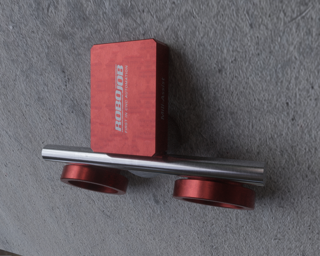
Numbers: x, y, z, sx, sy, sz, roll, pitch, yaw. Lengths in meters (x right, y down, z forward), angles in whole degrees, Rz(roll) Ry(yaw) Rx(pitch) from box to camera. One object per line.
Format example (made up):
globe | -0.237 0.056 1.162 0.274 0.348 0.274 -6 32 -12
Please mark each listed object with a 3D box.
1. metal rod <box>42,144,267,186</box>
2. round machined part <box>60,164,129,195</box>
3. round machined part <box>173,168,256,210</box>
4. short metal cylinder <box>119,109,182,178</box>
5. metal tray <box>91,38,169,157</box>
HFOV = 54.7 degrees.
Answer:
metal rod | -0.027 0.041 0.383 0.301 0.025 0.025 2 120 26
round machined part | -0.095 0.069 0.467 0.099 0.042 0.098 9 159 4
round machined part | 0.067 0.072 0.383 0.099 0.042 0.098 9 164 3
short metal cylinder | -0.017 0.019 0.412 0.080 0.050 0.079 13 124 20
metal tray | -0.037 -0.034 0.367 0.090 0.030 0.129 2 93 26
